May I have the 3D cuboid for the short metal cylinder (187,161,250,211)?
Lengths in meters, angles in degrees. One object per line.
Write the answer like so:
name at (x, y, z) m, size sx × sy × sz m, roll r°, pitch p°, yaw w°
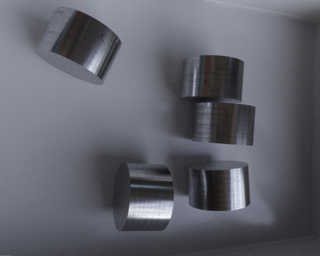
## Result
short metal cylinder at (0.077, 0.074, 0.411) m, size 0.081 × 0.080 × 0.050 m, roll -4°, pitch 92°, yaw -20°

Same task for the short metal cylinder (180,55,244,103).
short metal cylinder at (0.068, -0.061, 0.408) m, size 0.081 × 0.080 × 0.050 m, roll 4°, pitch 89°, yaw -20°

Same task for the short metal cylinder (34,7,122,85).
short metal cylinder at (-0.090, -0.089, 0.348) m, size 0.080 × 0.080 × 0.050 m, roll 26°, pitch 82°, yaw -19°

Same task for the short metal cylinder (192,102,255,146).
short metal cylinder at (0.085, -0.004, 0.414) m, size 0.081 × 0.080 × 0.050 m, roll 5°, pitch 89°, yaw -20°

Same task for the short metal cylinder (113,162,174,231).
short metal cylinder at (-0.023, 0.083, 0.374) m, size 0.050 × 0.080 × 0.080 m, roll 7°, pitch 88°, yaw -20°
